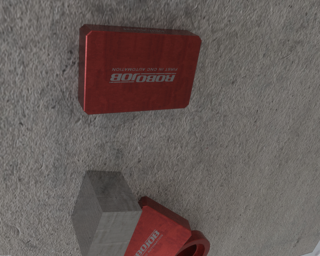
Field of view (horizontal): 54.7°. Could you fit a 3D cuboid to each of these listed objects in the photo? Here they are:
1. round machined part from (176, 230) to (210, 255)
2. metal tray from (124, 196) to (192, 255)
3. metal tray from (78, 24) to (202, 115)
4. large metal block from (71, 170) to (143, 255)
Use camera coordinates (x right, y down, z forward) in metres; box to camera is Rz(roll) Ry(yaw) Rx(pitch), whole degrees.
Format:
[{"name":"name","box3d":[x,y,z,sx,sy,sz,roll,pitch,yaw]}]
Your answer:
[{"name":"round machined part","box3d":[0.036,0.215,0.545,0.099,0.042,0.097,-18,130,-23]},{"name":"metal tray","box3d":[-0.025,0.180,0.479,0.090,0.030,0.130,34,100,-14]},{"name":"metal tray","box3d":[-0.023,-0.065,0.351,0.131,0.030,0.089,-5,121,-26]},{"name":"large metal block","box3d":[-0.073,0.112,0.401,0.050,0.080,0.079,8,114,-32]}]
